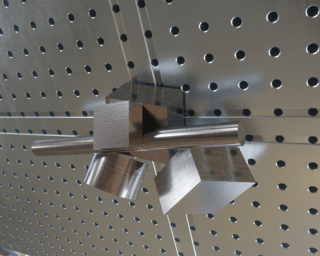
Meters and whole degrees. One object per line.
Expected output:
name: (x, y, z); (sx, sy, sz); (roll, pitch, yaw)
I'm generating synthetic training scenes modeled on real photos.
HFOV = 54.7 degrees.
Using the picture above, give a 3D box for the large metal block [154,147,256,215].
large metal block: (0.051, 0.063, 0.375); (0.081, 0.050, 0.080); (8, 137, -31)

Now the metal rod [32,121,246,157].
metal rod: (-0.049, 0.017, 0.378); (0.300, 0.025, 0.025); (-5, 116, 31)

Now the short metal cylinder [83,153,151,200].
short metal cylinder: (-0.059, 0.062, 0.433); (0.080, 0.080, 0.050); (18, 83, 18)

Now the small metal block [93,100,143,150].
small metal block: (-0.048, -0.001, 0.350); (0.050, 0.025, 0.050); (-6, 81, 31)

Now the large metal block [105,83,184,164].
large metal block: (-0.017, -0.007, 0.394); (0.080, 0.050, 0.079); (10, 123, 22)
